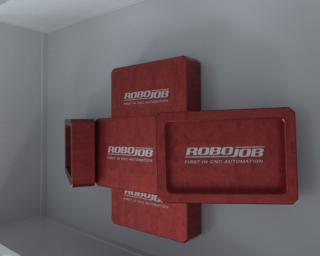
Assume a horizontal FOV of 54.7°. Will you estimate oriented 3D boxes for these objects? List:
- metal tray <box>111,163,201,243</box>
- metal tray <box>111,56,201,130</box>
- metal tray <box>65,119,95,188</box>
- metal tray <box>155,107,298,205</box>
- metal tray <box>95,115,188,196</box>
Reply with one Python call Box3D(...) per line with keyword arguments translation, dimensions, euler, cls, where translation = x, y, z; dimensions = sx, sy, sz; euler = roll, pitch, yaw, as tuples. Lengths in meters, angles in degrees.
Box3D(translation=(-0.009, 0.089, 0.408), dimensions=(0.130, 0.030, 0.089), euler=(0, 90, 39), cls="metal tray")
Box3D(translation=(-0.010, -0.039, 0.408), dimensions=(0.130, 0.030, 0.089), euler=(0, 90, 39), cls="metal tray")
Box3D(translation=(-0.122, 0.031, 0.463), dimensions=(0.130, 0.030, 0.089), euler=(-176, 86, -69), cls="metal tray")
Box3D(translation=(0.063, 0.027, 0.308), dimensions=(0.131, 0.030, 0.089), euler=(-2, 89, 10), cls="metal tray")
Box3D(translation=(-0.028, 0.031, 0.386), dimensions=(0.130, 0.030, 0.089), euler=(-1, 89, 39), cls="metal tray")
